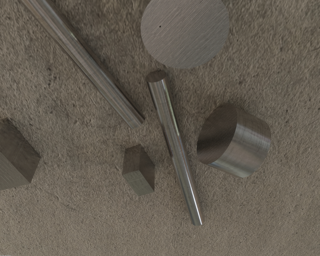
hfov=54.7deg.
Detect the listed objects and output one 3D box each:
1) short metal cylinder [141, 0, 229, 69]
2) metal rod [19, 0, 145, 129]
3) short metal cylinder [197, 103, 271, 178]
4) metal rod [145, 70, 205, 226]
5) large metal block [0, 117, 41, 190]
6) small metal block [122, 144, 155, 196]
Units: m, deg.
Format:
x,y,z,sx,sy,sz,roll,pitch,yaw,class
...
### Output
x,y,z,sx,sy,sz,roll,pitch,yaw,class
0.023,-0.105,0.301,0.081,0.050,0.079,0,130,0,short metal cylinder
-0.106,-0.106,0.315,0.025,0.025,0.300,-25,126,19,metal rod
0.089,0.016,0.386,0.050,0.080,0.080,24,126,-19,short metal cylinder
0.031,0.051,0.450,0.025,0.025,0.299,-11,130,9,metal rod
-0.227,0.040,0.423,0.080,0.050,0.080,-14,129,11,large metal block
-0.029,0.060,0.442,0.025,0.050,0.050,-18,128,15,small metal block
